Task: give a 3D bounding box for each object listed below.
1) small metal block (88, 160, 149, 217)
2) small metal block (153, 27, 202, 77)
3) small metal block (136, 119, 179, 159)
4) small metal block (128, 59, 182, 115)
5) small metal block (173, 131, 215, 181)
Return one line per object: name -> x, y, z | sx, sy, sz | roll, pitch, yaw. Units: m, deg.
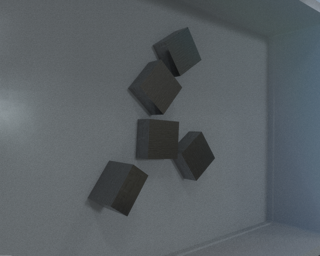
small metal block -> -0.048, 0.067, 0.352 | 0.025, 0.050, 0.050 | 42, 64, -32
small metal block -> 0.025, -0.104, 0.429 | 0.050, 0.025, 0.050 | -41, 115, -32
small metal block -> -0.003, 0.015, 0.406 | 0.050, 0.025, 0.050 | 4, 87, -40
small metal block -> -0.005, -0.052, 0.404 | 0.050, 0.025, 0.050 | 49, 61, -29
small metal block -> 0.047, 0.040, 0.449 | 0.050, 0.025, 0.050 | -44, 117, -31
